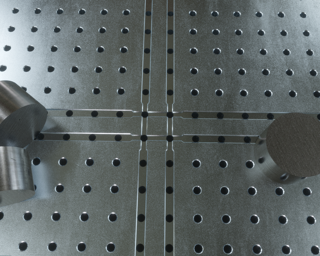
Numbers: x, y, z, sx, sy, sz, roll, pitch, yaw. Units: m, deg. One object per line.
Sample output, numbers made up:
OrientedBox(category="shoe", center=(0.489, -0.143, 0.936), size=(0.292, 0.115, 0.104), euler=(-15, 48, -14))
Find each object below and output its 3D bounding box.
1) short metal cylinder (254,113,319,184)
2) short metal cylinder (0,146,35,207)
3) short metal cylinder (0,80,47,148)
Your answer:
OrientedBox(category="short metal cylinder", center=(0.166, 0.027, 0.390), size=(0.081, 0.050, 0.080), euler=(0, 70, 0))
OrientedBox(category="short metal cylinder", center=(-0.191, 0.060, 0.359), size=(0.081, 0.080, 0.050), euler=(-15, 71, -5))
OrientedBox(category="short metal cylinder", center=(-0.190, -0.012, 0.385), size=(0.050, 0.080, 0.080), euler=(38, 74, 12))
